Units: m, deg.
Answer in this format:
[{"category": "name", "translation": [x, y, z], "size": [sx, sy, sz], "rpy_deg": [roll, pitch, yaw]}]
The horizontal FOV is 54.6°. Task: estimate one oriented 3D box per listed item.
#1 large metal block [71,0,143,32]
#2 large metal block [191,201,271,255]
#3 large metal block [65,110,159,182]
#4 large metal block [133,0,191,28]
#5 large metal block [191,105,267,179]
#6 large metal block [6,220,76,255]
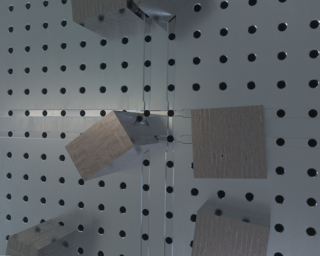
[{"category": "large metal block", "translation": [-0.074, -0.187, 0.426], "size": [0.080, 0.050, 0.080], "rpy_deg": [-6, 88, 20]}, {"category": "large metal block", "translation": [0.084, 0.141, 0.370], "size": [0.080, 0.050, 0.080], "rpy_deg": [8, 93, 20]}, {"category": "large metal block", "translation": [-0.060, 0.022, 0.405], "size": [0.080, 0.080, 0.050], "rpy_deg": [-35, 79, 17]}, {"category": "large metal block", "translation": [0.004, -0.181, 0.382], "size": [0.080, 0.080, 0.050], "rpy_deg": [-40, 78, 16]}, {"category": "large metal block", "translation": [0.084, 0.017, 0.370], "size": [0.080, 0.050, 0.080], "rpy_deg": [-3, 89, 20]}, {"category": "large metal block", "translation": [-0.173, 0.189, 0.445], "size": [0.050, 0.080, 0.080], "rpy_deg": [14, 95, 19]}]
